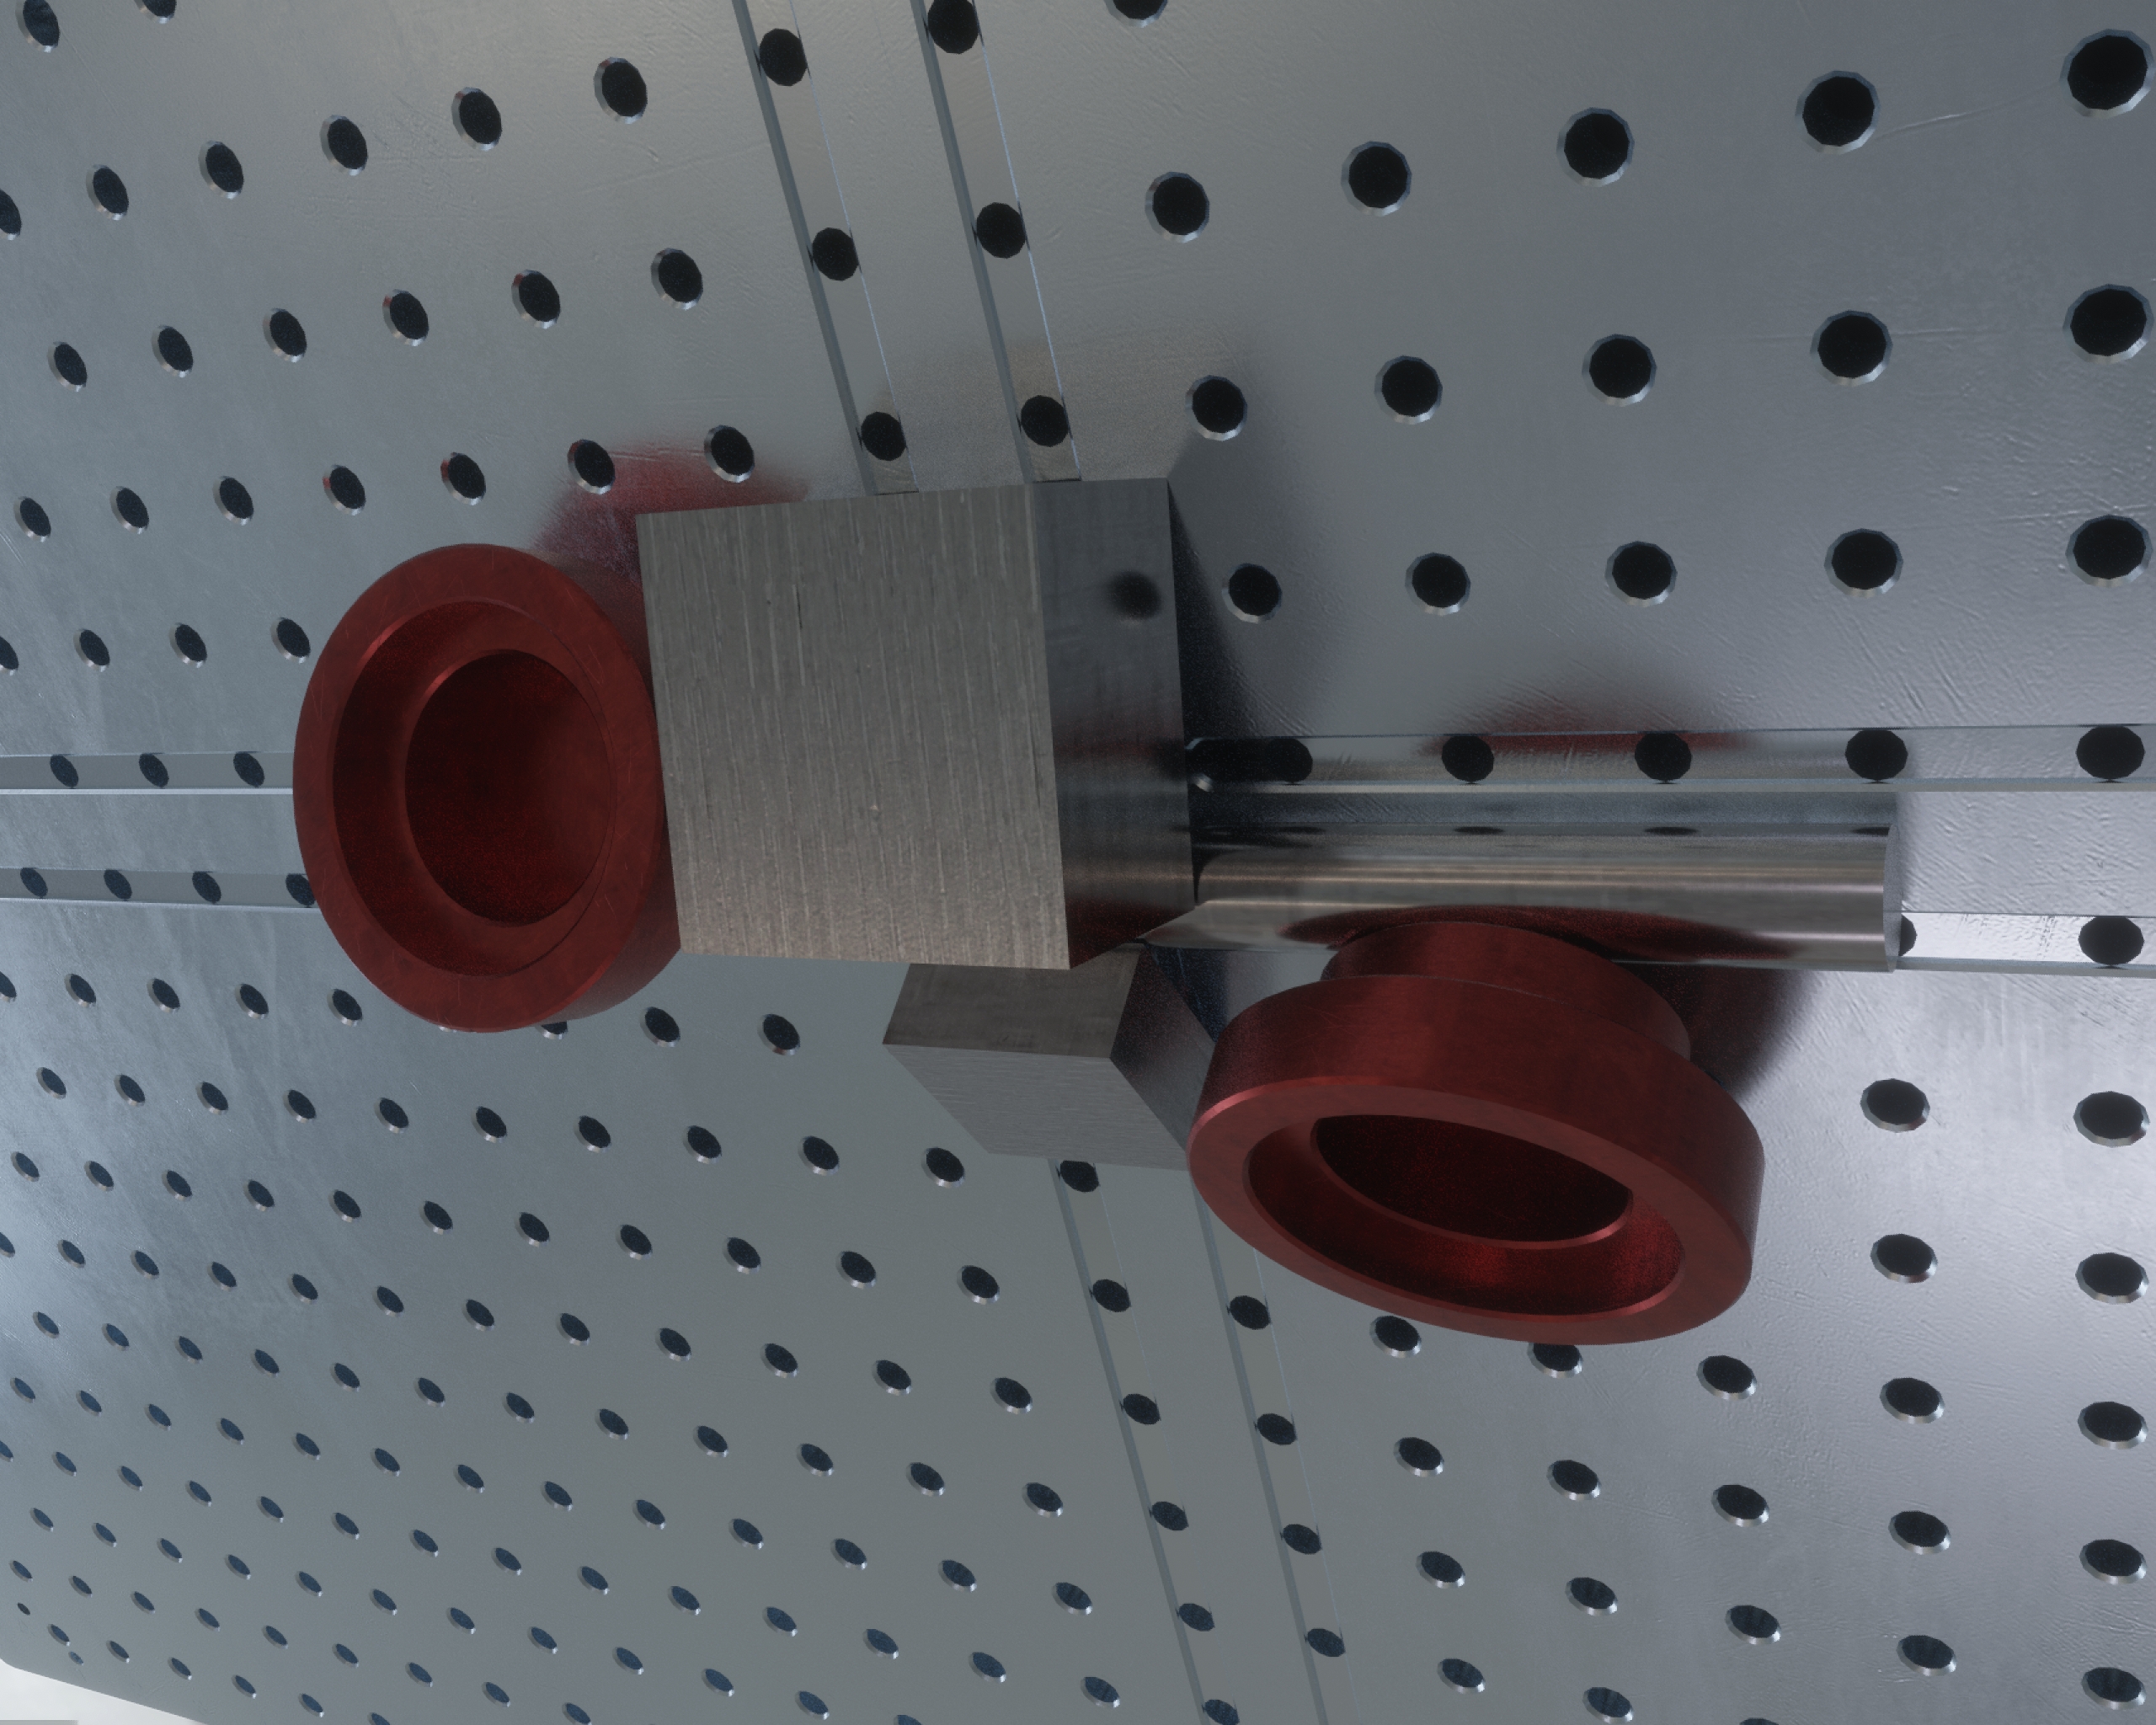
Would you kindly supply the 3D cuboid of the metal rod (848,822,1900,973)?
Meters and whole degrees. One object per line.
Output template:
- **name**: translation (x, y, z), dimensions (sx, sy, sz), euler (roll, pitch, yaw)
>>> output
- **metal rod**: translation (0.002, 0.004, 0.414), dimensions (0.300, 0.025, 0.025), euler (1, 119, 27)

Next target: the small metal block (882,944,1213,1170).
- **small metal block**: translation (-0.003, 0.039, 0.425), dimensions (0.050, 0.025, 0.050), euler (1, 148, 28)

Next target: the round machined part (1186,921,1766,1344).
- **round machined part**: translation (0.072, 0.046, 0.375), dimensions (0.098, 0.042, 0.098), euler (14, 148, 9)

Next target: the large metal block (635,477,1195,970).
- **large metal block**: translation (-0.028, -0.026, 0.379), dimensions (0.080, 0.050, 0.079), euler (1, 101, 27)

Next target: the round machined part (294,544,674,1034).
- **round machined part**: translation (-0.112, -0.015, 0.433), dimensions (0.098, 0.042, 0.097), euler (1, 93, 28)
